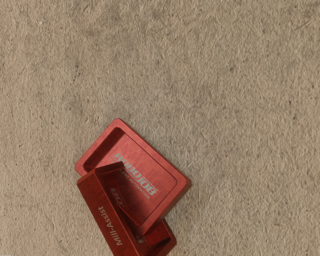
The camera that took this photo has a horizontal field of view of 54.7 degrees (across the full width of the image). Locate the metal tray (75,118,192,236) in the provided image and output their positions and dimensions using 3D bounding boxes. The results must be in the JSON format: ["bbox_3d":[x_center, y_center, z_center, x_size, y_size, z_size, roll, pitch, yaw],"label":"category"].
[{"bbox_3d":[-0.036,0.060,0.399,0.130,0.030,0.090,41,89,22],"label":"metal tray"}]

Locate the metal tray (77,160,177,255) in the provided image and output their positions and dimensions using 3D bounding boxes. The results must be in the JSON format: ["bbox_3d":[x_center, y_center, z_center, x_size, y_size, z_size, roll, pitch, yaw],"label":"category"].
[{"bbox_3d":[-0.038,0.107,0.385,0.030,0.090,0.130,-35,79,21],"label":"metal tray"}]
